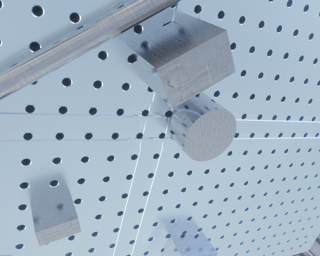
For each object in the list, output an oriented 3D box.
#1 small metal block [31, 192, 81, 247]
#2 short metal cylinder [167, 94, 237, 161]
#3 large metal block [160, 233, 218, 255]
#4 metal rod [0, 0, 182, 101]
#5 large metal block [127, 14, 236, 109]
[{"bbox_3d":[-0.133,0.114,0.394,0.050,0.050,0.025,-14,125,-21],"label":"small metal block"},{"bbox_3d":[0.057,-0.001,0.428,0.081,0.050,0.079,-14,124,-21],"label":"short metal cylinder"},{"bbox_3d":[0.048,0.247,0.576,0.081,0.050,0.079,8,114,-32],"label":"large metal block"},{"bbox_3d":[-0.050,-0.106,0.319,0.301,0.025,0.025,-32,129,-8],"label":"metal rod"},{"bbox_3d":[0.022,-0.077,0.342,0.080,0.080,0.050,-31,129,-9],"label":"large metal block"}]
